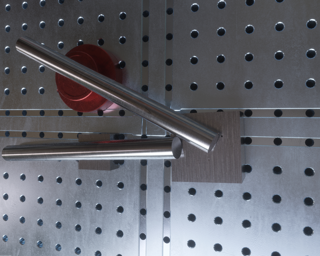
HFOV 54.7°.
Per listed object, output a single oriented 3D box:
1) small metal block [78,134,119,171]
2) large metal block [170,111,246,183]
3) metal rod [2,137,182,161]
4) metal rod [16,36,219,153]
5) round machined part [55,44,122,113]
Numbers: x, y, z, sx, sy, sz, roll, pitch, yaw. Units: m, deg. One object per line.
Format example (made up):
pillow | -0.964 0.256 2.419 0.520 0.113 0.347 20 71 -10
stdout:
small metal block | -0.088 0.033 0.443 0.050 0.025 0.050 0 90 19
large metal block | 0.059 0.022 0.375 0.080 0.050 0.079 -2 89 19
metal rod | -0.111 0.031 0.421 0.300 0.025 0.025 -4 89 30
metal rod | -0.067 -0.051 0.384 0.301 0.025 0.025 28 99 20
round machined part | -0.107 -0.071 0.440 0.098 0.042 0.097 0 90 19
